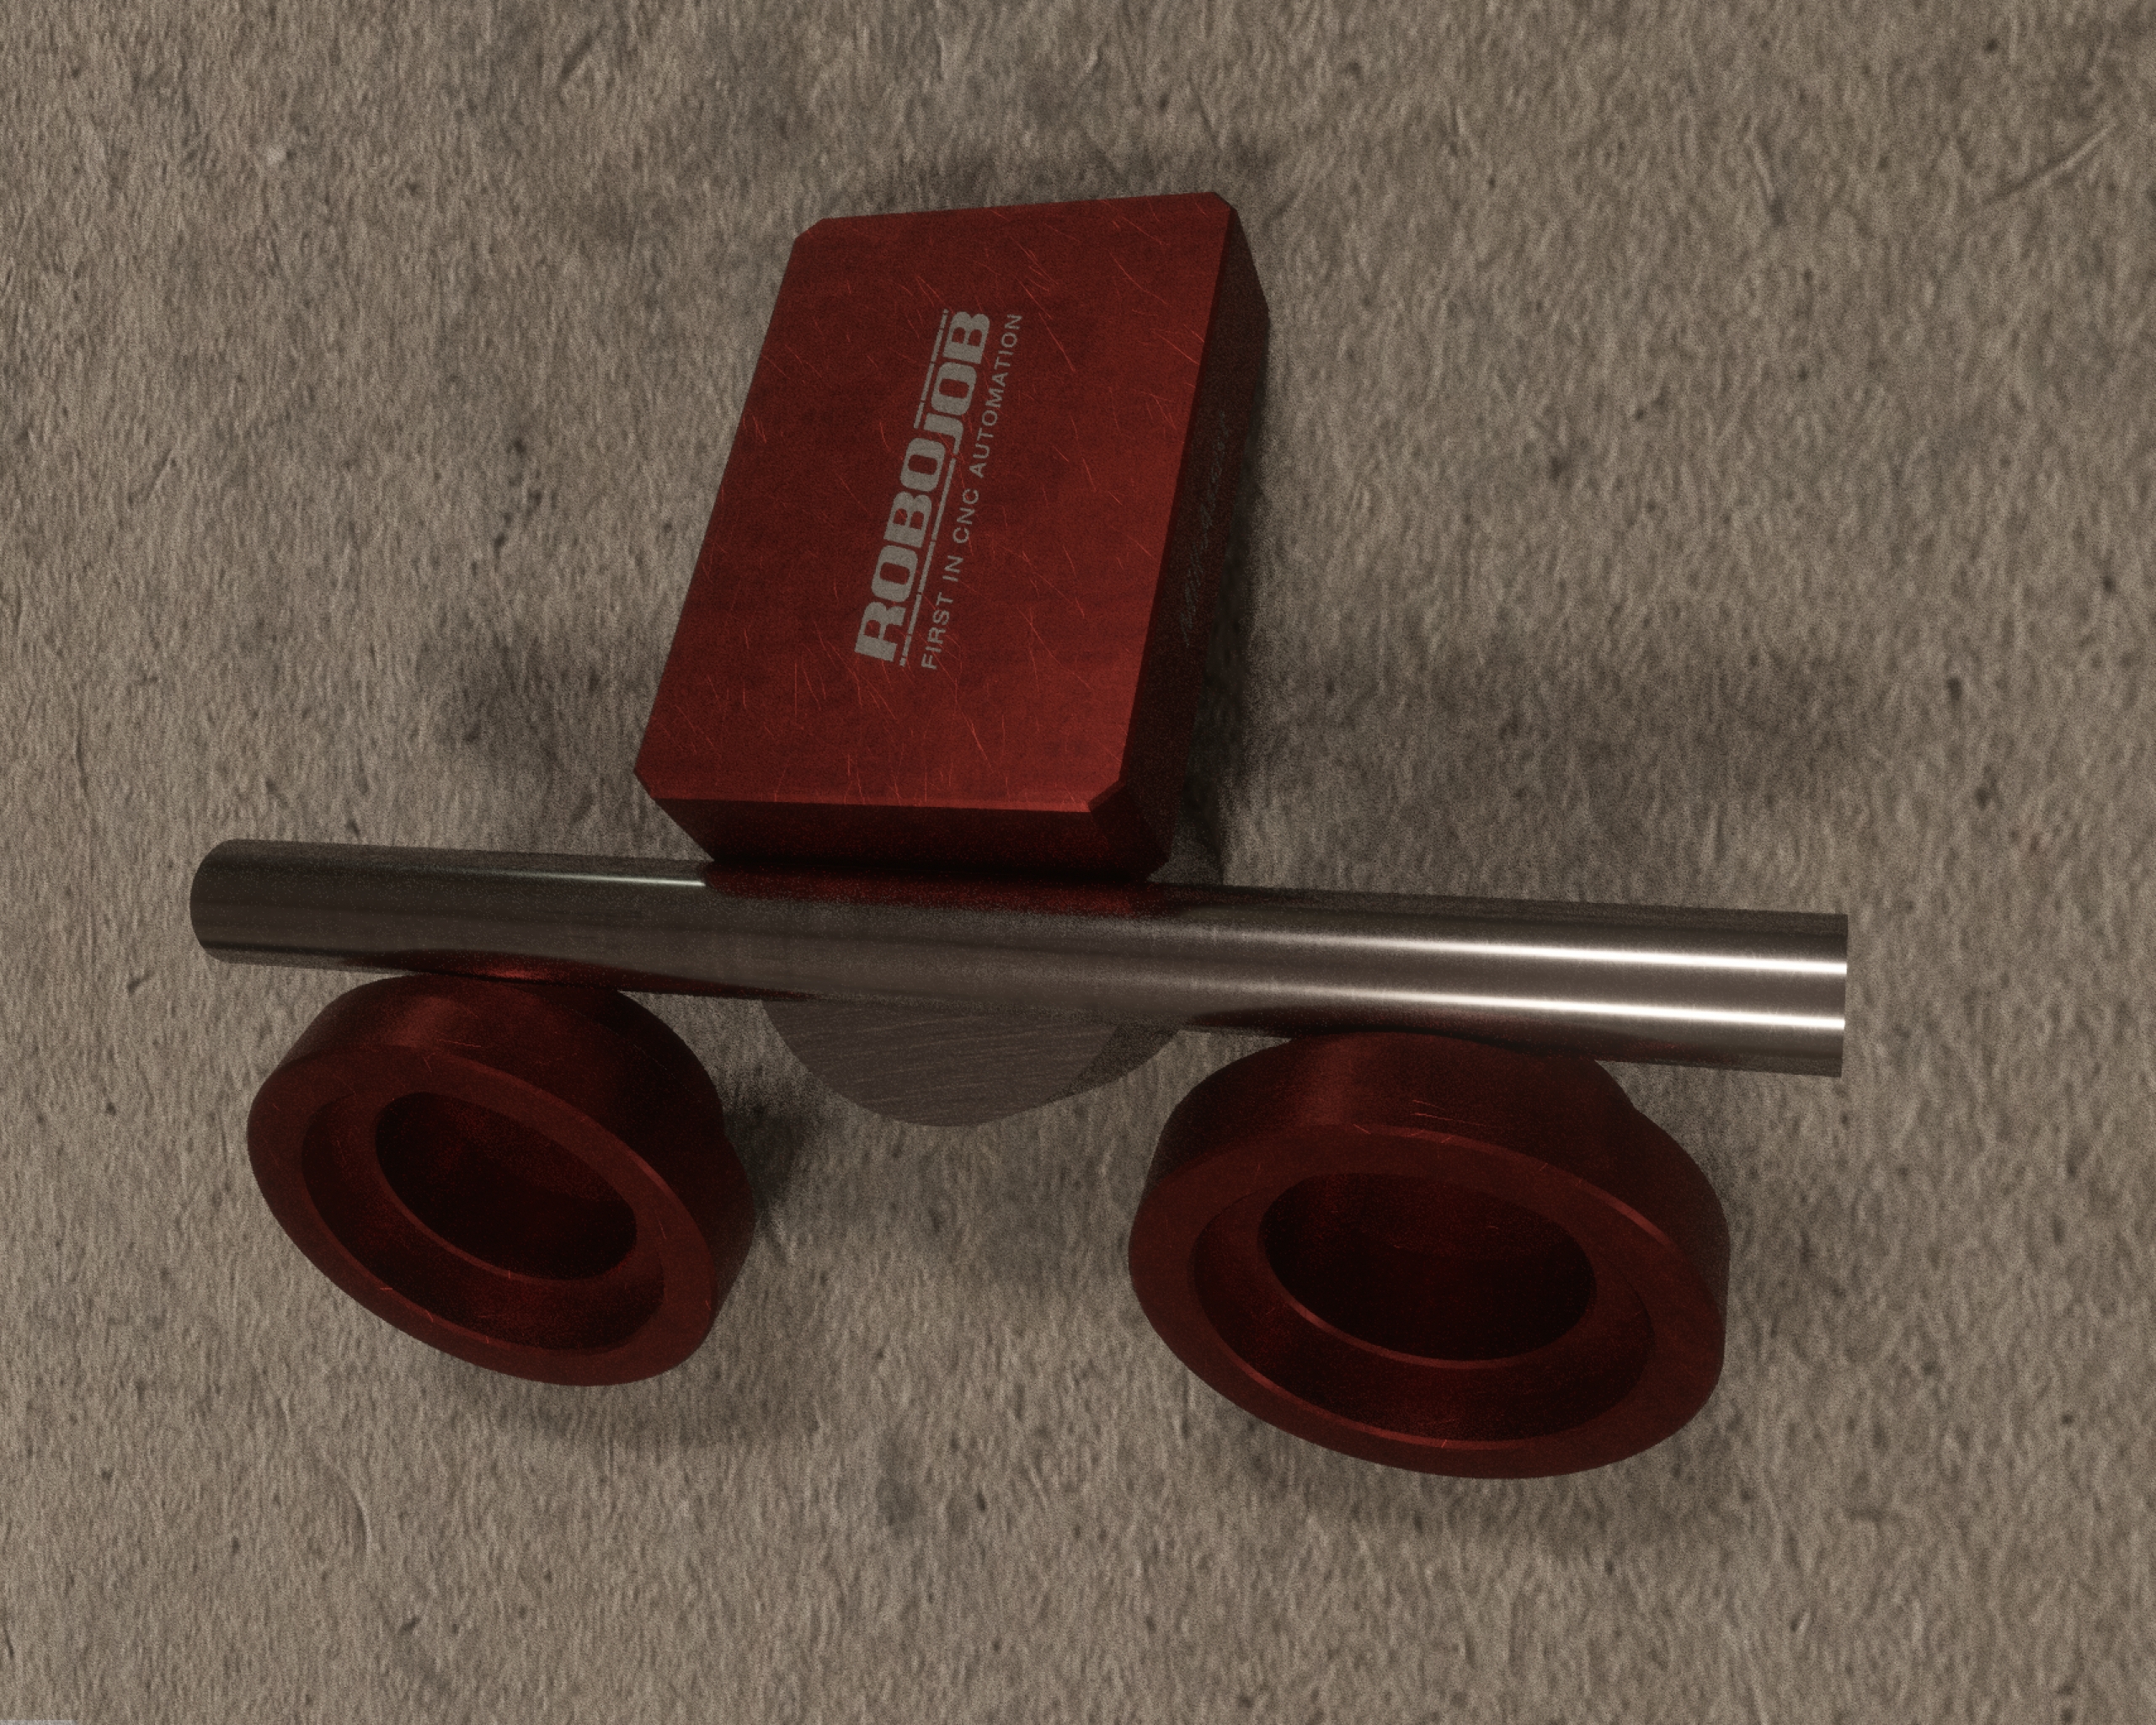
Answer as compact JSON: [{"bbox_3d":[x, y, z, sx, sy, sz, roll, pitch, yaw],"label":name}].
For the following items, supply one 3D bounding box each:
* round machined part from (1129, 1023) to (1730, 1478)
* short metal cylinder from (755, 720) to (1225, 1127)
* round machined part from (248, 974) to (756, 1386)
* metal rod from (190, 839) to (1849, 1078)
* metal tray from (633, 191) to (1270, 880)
[{"bbox_3d":[0.061,0.062,0.360,0.098,0.042,0.097,10,136,11],"label":"round machined part"},{"bbox_3d":[-0.017,0.008,0.402,0.080,0.050,0.079,0,90,19],"label":"short metal cylinder"},{"bbox_3d":[-0.111,0.059,0.422,0.098,0.042,0.097,9,131,11],"label":"round machined part"},{"bbox_3d":[-0.026,0.014,0.366,0.301,0.025,0.025,3,91,19],"label":"metal rod"},{"bbox_3d":[-0.020,-0.062,0.385,0.090,0.030,0.130,2,65,19],"label":"metal tray"}]
